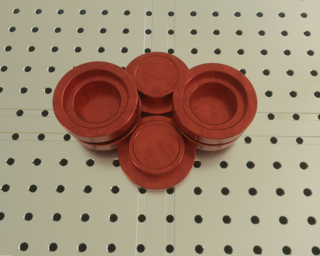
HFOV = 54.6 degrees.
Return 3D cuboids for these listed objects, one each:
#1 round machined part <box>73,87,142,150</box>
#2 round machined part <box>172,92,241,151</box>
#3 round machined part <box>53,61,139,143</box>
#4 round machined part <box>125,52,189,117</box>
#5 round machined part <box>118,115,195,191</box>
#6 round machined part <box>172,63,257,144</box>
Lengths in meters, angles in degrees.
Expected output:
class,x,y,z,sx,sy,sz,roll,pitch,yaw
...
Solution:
class,x,y,z,sx,sy,sz,roll,pitch,yaw
round machined part,-0.072,-0.017,0.408,0.099,0.042,0.098,0,70,0
round machined part,0.064,-0.017,0.409,0.099,0.042,0.098,0,70,0
round machined part,-0.075,-0.028,0.378,0.099,0.042,0.098,0,70,0
round machined part,-0.004,-0.064,0.426,0.099,0.042,0.098,0,70,0
round machined part,-0.004,0.029,0.392,0.099,0.042,0.098,0,70,0
round machined part,0.064,-0.026,0.378,0.099,0.042,0.098,0,70,0
